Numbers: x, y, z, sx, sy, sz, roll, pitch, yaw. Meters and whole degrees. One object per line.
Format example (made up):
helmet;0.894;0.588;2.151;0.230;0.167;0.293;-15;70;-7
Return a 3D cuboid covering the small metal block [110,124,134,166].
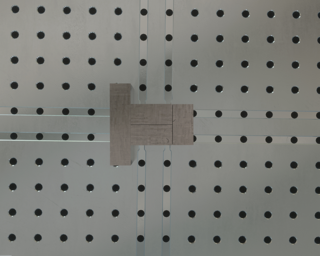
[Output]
small metal block;-0.048;0.020;0.400;0.025;0.050;0.050;0;90;0

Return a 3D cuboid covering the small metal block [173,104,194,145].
small metal block;0.028;-0.004;0.401;0.025;0.050;0.050;0;90;0

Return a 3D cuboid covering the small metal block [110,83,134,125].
small metal block;-0.048;-0.029;0.399;0.025;0.050;0.050;0;90;0

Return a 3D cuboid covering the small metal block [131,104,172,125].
small metal block;-0.010;-0.017;0.400;0.050;0.050;0.025;0;90;-1

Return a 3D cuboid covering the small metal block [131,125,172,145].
small metal block;-0.010;0.008;0.400;0.050;0.050;0.025;0;90;-1
